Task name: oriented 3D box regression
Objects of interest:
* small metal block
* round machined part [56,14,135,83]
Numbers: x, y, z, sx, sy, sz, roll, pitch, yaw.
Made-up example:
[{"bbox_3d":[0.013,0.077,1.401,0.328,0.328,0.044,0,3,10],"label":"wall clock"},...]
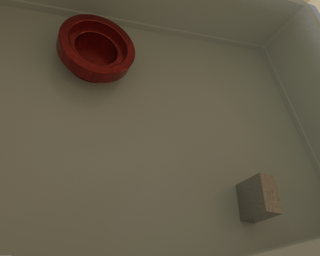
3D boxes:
[{"bbox_3d":[0.128,0.092,0.404,0.025,0.050,0.050,14,56,-21],"label":"small metal block"},{"bbox_3d":[-0.086,-0.099,0.410,0.099,0.042,0.098,14,56,-21],"label":"round machined part"}]
